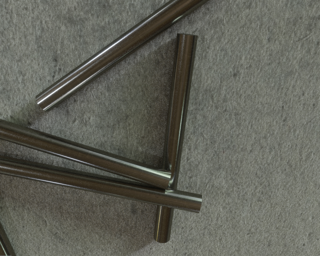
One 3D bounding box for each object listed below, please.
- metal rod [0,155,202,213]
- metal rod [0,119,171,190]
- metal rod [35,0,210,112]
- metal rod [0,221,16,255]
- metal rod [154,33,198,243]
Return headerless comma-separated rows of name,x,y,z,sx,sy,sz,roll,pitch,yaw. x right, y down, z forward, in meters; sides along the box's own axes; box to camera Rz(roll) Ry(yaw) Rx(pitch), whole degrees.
metal rod,-0.094,0.073,0.419,0.302,0.025,0.025,11,110,2
metal rod,-0.133,0.024,0.403,0.302,0.025,0.025,17,109,-2
metal rod,-0.024,-0.110,0.368,0.300,0.025,0.025,-32,107,10
metal rod,-0.245,0.168,0.468,0.025,0.025,0.298,-11,110,4
metal rod,0.018,0.028,0.420,0.025,0.025,0.298,5,110,-3
